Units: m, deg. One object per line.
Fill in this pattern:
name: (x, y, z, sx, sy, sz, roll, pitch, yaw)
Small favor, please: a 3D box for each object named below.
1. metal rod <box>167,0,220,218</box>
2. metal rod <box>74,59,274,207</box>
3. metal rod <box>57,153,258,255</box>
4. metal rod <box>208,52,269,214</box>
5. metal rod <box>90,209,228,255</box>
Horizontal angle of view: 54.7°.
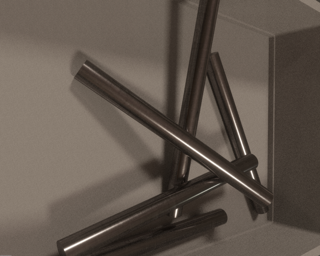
metal rod: (0.041, -0.028, 0.406, 0.025, 0.025, 0.298, 3, 99, -40)
metal rod: (0.031, 0.017, 0.384, 0.301, 0.025, 0.025, 35, 68, -18)
metal rod: (0.023, 0.086, 0.387, 0.302, 0.025, 0.025, -16, 101, -36)
metal rod: (0.132, 0.019, 0.520, 0.025, 0.025, 0.299, -36, 112, -34)
metal rod: (-0.018, 0.146, 0.393, 0.302, 0.025, 0.025, -3, 92, -40)
